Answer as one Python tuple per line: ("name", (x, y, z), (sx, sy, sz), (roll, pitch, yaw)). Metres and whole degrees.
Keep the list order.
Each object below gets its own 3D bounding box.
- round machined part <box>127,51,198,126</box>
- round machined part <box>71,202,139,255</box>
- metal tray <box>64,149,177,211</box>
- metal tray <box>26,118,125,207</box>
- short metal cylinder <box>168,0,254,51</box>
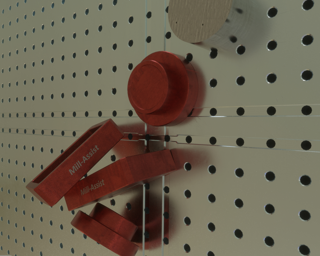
("round machined part", (-0.004, -0.051, 0.399), (0.098, 0.042, 0.097), (0, 90, 39))
("round machined part", (-0.070, 0.139, 0.430), (0.098, 0.098, 0.042), (15, 64, 38))
("metal tray", (-0.054, 0.069, 0.408), (0.130, 0.091, 0.030), (-29, 76, 36))
("metal tray", (-0.117, 0.045, 0.425), (0.030, 0.130, 0.090), (51, 153, -14))
("short metal cylinder", (0.056, -0.130, 0.345), (0.080, 0.050, 0.079), (0, 90, 39))
